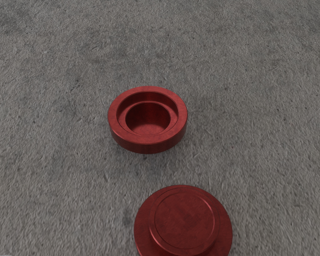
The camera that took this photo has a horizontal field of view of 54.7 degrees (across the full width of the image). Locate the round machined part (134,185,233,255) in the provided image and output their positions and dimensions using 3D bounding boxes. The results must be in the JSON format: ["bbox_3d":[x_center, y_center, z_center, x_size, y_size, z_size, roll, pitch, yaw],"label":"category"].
[{"bbox_3d":[0.023,0.099,0.309,0.099,0.042,0.098,0,50,0],"label":"round machined part"}]

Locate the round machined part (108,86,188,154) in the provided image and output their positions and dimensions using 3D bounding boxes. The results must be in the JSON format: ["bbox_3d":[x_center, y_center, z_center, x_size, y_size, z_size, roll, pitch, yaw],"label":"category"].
[{"bbox_3d":[-0.015,-0.006,0.397,0.099,0.042,0.098,0,50,0],"label":"round machined part"}]
